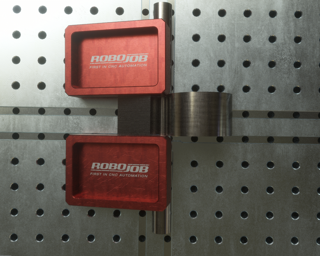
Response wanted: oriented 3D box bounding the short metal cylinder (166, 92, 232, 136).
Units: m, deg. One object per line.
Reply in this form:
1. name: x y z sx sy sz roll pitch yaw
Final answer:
1. short metal cylinder: 0.048 -0.016 0.383 0.081 0.080 0.050 0 90 0

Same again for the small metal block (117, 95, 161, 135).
1. small metal block: -0.027 -0.016 0.399 0.050 0.025 0.050 1 90 31

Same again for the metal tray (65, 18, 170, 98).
1. metal tray: -0.054 -0.085 0.393 0.131 0.030 0.089 0 90 12

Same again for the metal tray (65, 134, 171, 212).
1. metal tray: -0.053 0.054 0.393 0.131 0.030 0.089 1 90 12

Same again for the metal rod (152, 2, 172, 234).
1. metal rod: 0.003 -0.013 0.409 0.025 0.025 0.298 0 90 0
